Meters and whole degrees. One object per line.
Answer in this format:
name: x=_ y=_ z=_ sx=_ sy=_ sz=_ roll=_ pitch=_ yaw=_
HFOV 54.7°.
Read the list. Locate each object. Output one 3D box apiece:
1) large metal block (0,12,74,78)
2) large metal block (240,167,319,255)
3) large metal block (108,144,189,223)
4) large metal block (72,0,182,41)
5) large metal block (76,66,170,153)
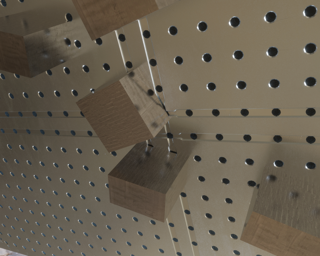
large metal block: x=-0.171 y=-0.109 z=0.396 sx=0.080 sy=0.080 sz=0.050 roll=16 pitch=125 yaw=18
large metal block: x=0.148 y=0.102 z=0.361 sx=0.080 sy=0.080 sz=0.050 roll=20 pitch=126 yaw=16
large metal block: x=-0.014 y=0.071 z=0.426 sx=0.080 sy=0.080 sz=0.050 roll=15 pitch=124 yaw=19
large metal block: x=-0.027 y=-0.133 z=0.306 sx=0.080 sy=0.080 sz=0.050 roll=-12 pitch=112 yaw=33
large metal block: x=-0.047 y=-0.022 z=0.405 sx=0.080 sy=0.050 sz=0.080 roll=-20 pitch=108 yaw=35
